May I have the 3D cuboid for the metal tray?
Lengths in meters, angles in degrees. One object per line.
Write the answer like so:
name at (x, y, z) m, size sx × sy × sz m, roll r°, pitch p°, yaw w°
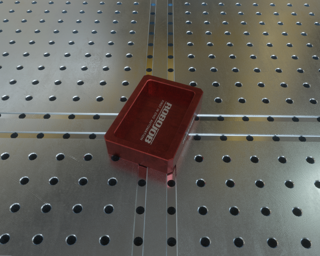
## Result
metal tray at (-0.004, -0.011, 0.414) m, size 0.090 × 0.030 × 0.130 m, roll 17°, pitch 52°, yaw 13°
